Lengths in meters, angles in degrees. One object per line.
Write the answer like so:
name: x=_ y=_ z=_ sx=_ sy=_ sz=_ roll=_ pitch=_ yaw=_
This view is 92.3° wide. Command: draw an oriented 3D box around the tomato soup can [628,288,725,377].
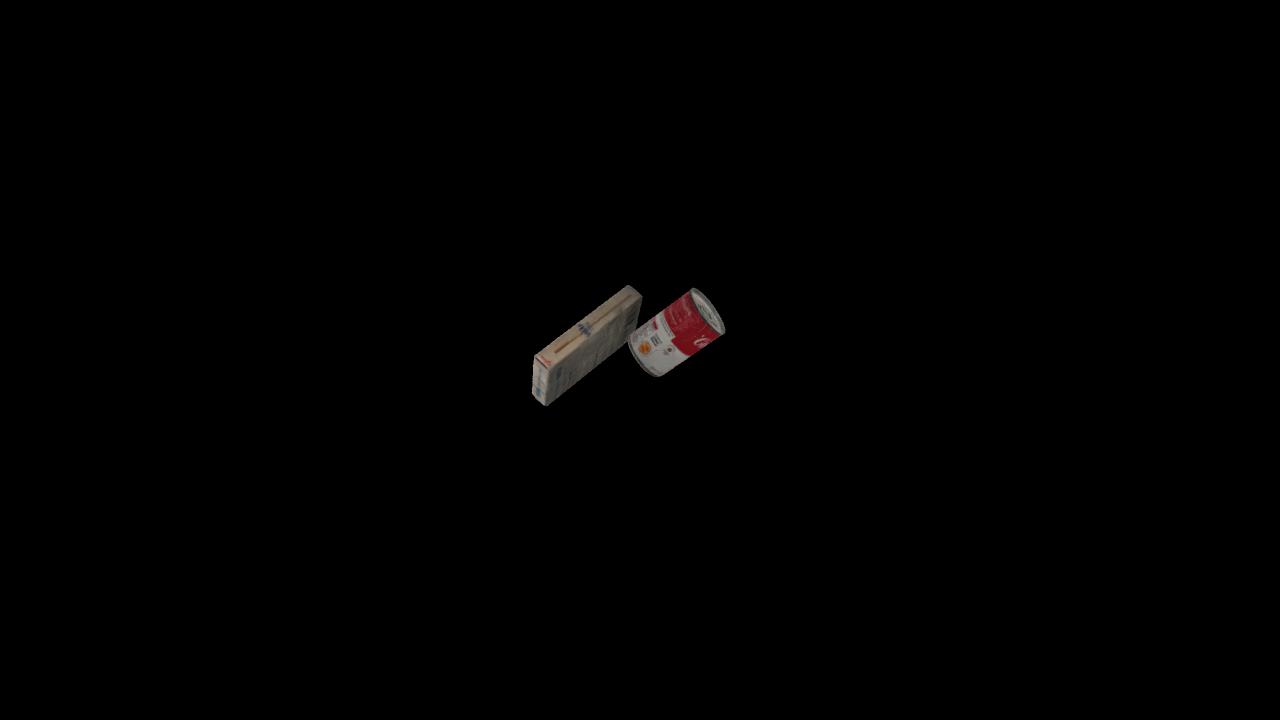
tomato soup can: x=0.043 y=-0.032 z=0.746 sx=0.101 sy=0.068 sz=0.068 roll=-35 pitch=-14 yaw=22

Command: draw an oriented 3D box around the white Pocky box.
white Pocky box: x=-0.060 y=-0.017 z=0.716 sx=0.154 sy=0.028 sz=0.084 roll=-40 pitch=-18 yaw=-30
